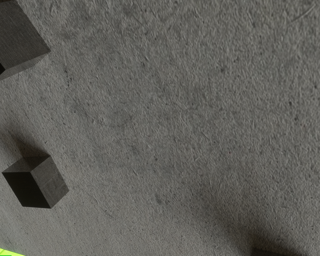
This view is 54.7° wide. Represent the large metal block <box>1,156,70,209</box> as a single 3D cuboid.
[{"bbox_3d":[-0.229,0.100,0.573,0.080,0.050,0.080,-6,116,31],"label":"large metal block"}]

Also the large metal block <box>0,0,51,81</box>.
[{"bbox_3d":[-0.210,-0.114,0.411,0.050,0.080,0.080,-23,106,36],"label":"large metal block"}]

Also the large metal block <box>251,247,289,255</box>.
[{"bbox_3d":[0.161,0.221,0.423,0.080,0.080,0.050,6,121,25],"label":"large metal block"}]
